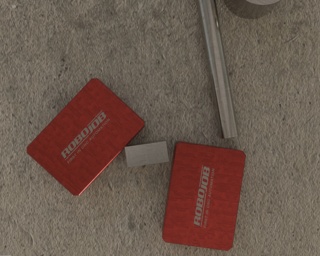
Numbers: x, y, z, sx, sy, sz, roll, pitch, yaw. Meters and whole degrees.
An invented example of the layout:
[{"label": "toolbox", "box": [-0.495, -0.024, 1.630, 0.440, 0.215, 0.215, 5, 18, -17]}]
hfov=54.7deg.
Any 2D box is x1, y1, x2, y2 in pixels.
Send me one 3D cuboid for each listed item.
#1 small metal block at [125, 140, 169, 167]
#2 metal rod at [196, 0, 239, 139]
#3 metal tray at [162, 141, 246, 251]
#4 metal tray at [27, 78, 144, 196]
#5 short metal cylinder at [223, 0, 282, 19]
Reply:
[{"label": "small metal block", "box": [-0.016, 0.031, 0.397, 0.050, 0.050, 0.025, -8, 90, -1]}, {"label": "metal rod", "box": [0.067, -0.135, 0.410, 0.025, 0.025, 0.298, -10, 90, 0]}, {"label": "metal tray", "box": [0.056, 0.087, 0.408, 0.091, 0.030, 0.129, 8, 90, -1]}, {"label": "metal tray", "box": [-0.094, 0.011, 0.406, 0.090, 0.030, 0.130, 43, 90, -1]}, {"label": "short metal cylinder", "box": [0.124, -0.189, 0.399, 0.081, 0.050, 0.079, 0, 90, -1]}]
